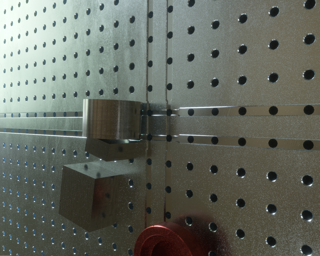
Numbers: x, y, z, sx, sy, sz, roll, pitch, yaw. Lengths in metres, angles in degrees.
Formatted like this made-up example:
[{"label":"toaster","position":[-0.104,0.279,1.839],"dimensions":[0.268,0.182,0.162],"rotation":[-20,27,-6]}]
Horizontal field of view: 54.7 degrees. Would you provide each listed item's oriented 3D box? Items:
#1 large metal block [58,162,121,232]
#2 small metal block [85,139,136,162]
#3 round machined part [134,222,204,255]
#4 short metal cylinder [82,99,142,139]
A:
[{"label":"large metal block","position":[-0.111,0.104,0.485],"dimensions":[0.080,0.050,0.079],"rotation":[12,98,39]},{"label":"small metal block","position":[-0.073,0.027,0.453],"dimensions":[0.050,0.050,0.025],"rotation":[18,102,38]},{"label":"round machined part","position":[0.017,0.166,0.385],"dimensions":[0.098,0.042,0.097],"rotation":[0,90,40]},{"label":"short metal cylinder","position":[-0.065,-0.013,0.428],"dimensions":[0.080,0.081,0.050],"rotation":[4,93,40]}]
